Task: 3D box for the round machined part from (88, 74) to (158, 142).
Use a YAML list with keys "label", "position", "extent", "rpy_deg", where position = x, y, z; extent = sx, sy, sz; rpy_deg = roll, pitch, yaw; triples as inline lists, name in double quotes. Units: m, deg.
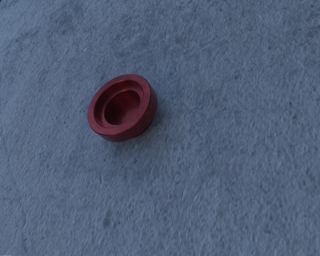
- label: "round machined part"
  position: [-0.048, -0.024, 0.431]
  extent: [0.098, 0.042, 0.098]
  rpy_deg: [-13, 56, 20]
